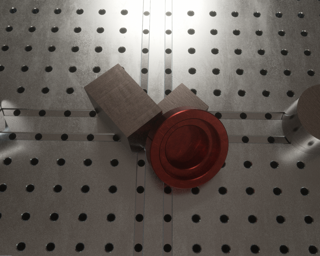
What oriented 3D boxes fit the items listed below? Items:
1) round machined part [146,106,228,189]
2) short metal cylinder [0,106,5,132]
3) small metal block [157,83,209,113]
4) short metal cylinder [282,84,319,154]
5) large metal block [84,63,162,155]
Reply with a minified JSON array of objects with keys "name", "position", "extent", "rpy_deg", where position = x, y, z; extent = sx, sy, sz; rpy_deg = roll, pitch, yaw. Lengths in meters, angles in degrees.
[{"name":"round machined part","position":[0.030,0.021,0.379],"extent":[0.099,0.042,0.097],"rpy_deg":[-4,105,-16]},{"name":"short metal cylinder","position":[-0.240,-0.022,0.388],"extent":[0.050,0.080,0.080],"rpy_deg":[-24,72,-9]},{"name":"small metal block","position":[0.029,-0.024,0.421],"extent":[0.050,0.025,0.050],"rpy_deg":[-42,76,-14]},{"name":"short metal cylinder","position":[0.209,-0.010,0.405],"extent":[0.081,0.050,0.080],"rpy_deg":[0,70,-1]},{"name":"large metal block","position":[-0.043,-0.020,0.389],"extent":[0.050,0.080,0.080],"rpy_deg":[-39,75,-13]}]
